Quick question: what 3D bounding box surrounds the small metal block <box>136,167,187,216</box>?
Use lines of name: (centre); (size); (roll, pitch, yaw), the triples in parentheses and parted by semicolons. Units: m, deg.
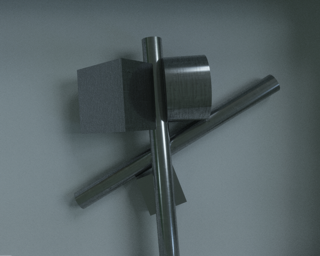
small metal block: (0.002, 0.081, 0.410); (0.050, 0.025, 0.050); (-21, 90, -1)

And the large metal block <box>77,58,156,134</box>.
large metal block: (-0.054, -0.035, 0.377); (0.080, 0.050, 0.079); (-3, 90, 40)

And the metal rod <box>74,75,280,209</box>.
metal rod: (0.023, 0.018, 0.410); (0.301, 0.025, 0.025); (-31, 90, -1)

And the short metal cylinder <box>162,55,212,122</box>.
short metal cylinder: (0.031, -0.048, 0.382); (0.050, 0.080, 0.079); (-4, 90, -2)

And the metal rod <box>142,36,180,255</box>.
metal rod: (0.002, 0.038, 0.384); (0.025, 0.025, 0.298); (-5, 89, -1)
